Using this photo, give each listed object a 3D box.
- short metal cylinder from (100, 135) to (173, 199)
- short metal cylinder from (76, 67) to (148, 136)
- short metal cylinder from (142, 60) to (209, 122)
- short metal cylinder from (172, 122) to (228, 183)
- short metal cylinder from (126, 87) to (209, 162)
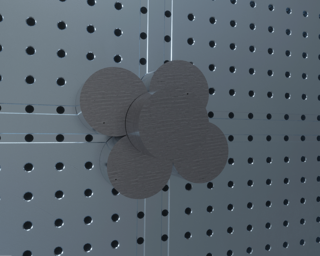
[{"bbox_3d":[-0.031,0.044,0.388,0.081,0.050,0.079,0,90,-21],"label":"short metal cylinder"},{"bbox_3d":[-0.059,-0.030,0.377,0.081,0.050,0.079,0,90,-21],"label":"short metal cylinder"},{"bbox_3d":[0.016,-0.044,0.406,0.081,0.050,0.079,0,90,-21],"label":"short metal cylinder"},{"bbox_3d":[0.044,0.030,0.416,0.081,0.050,0.079,0,90,-21],"label":"short metal cylinder"},{"bbox_3d":[0.007,-0.004,0.348,0.081,0.050,0.079,-1,92,-21],"label":"short metal cylinder"}]
